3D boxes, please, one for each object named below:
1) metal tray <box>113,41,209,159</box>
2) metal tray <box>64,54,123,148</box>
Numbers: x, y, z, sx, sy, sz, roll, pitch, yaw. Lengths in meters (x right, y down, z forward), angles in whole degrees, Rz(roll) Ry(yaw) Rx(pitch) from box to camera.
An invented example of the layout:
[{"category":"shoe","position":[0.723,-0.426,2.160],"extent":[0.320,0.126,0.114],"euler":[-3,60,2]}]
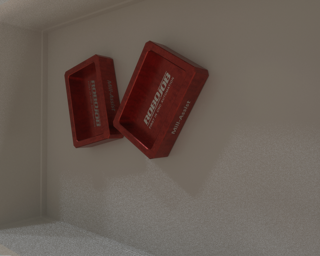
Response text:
[{"category":"metal tray","position":[-0.004,-0.036,0.406],"extent":[0.090,0.030,0.129],"euler":[39,114,33]},{"category":"metal tray","position":[-0.106,-0.039,0.491],"extent":[0.090,0.030,0.129],"euler":[-16,80,39]}]
